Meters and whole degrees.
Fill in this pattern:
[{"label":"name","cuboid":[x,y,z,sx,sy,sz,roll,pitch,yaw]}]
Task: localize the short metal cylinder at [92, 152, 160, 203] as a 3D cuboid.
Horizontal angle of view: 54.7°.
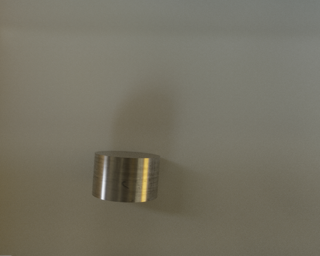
[{"label":"short metal cylinder","cuboid":[-0.042,0.057,0.383,0.081,0.080,0.050,4,90,-1]}]
